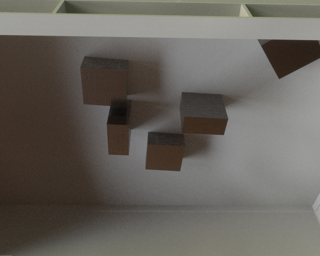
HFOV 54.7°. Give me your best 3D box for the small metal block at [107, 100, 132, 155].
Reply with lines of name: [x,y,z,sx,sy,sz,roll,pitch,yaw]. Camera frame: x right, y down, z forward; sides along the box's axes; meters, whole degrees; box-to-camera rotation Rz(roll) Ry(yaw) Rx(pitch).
small metal block: [-0.050,-0.001,0.391,0.025,0.050,0.050,3,130,-3]

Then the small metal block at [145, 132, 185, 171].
small metal block: [0.006,0.034,0.438,0.050,0.025,0.050,4,130,-4]

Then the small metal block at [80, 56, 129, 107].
small metal block: [-0.064,-0.053,0.363,0.050,0.025,0.050,4,130,-4]

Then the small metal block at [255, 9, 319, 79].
small metal block: [0.140,-0.089,0.335,0.050,0.025,0.050,-29,125,22]

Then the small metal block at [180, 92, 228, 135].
small metal block: [0.052,-0.018,0.378,0.050,0.050,0.025,3,130,-3]
